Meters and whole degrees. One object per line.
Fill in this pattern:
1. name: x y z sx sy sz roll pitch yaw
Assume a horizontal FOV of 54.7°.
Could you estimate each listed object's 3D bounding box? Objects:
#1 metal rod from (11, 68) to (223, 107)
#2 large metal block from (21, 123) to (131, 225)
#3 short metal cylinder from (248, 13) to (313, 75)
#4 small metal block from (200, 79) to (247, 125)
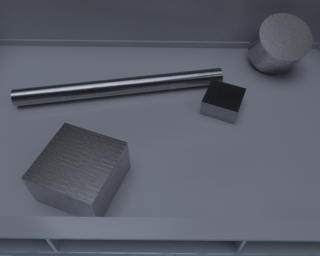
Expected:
1. metal rod: -0.057 -0.061 0.455 0.302 0.025 0.025 -7 51 -7
2. large metal block: -0.088 0.049 0.346 0.080 0.050 0.080 17 52 13
3. short metal cylinder: 0.185 -0.129 0.481 0.081 0.050 0.080 1 75 -3
4. small metal block: 0.089 -0.038 0.438 0.050 0.025 0.050 18 52 14
